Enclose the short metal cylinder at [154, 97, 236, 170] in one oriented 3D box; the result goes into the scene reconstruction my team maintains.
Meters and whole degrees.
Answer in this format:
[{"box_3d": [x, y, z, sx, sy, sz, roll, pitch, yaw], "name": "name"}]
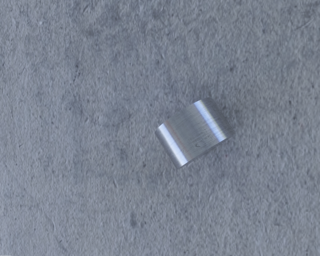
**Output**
[{"box_3d": [0.041, 0.007, 0.365, 0.080, 0.080, 0.050, -35, 79, 16], "name": "short metal cylinder"}]
